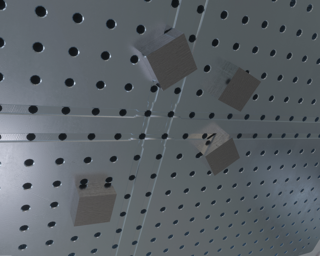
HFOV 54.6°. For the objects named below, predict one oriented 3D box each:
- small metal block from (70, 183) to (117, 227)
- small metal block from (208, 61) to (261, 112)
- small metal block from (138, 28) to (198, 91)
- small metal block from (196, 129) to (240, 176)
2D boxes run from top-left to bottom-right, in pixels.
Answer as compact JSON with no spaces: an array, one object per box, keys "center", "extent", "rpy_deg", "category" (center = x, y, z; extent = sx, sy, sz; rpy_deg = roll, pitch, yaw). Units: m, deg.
[{"center":[-0.092,0.104,0.425],"extent":[0.050,0.025,0.050],"rpy_deg":[2,118,-29],"category":"small metal block"},{"center":[0.104,-0.057,0.432],"extent":[0.050,0.025,0.050],"rpy_deg":[21,107,-36],"category":"small metal block"},{"center":[0.010,-0.081,0.366],"extent":[0.050,0.025,0.050],"rpy_deg":[-34,129,-6],"category":"small metal block"},{"center":[0.092,0.039,0.484],"extent":[0.050,0.025,0.050],"rpy_deg":[-34,129,-6],"category":"small metal block"}]
